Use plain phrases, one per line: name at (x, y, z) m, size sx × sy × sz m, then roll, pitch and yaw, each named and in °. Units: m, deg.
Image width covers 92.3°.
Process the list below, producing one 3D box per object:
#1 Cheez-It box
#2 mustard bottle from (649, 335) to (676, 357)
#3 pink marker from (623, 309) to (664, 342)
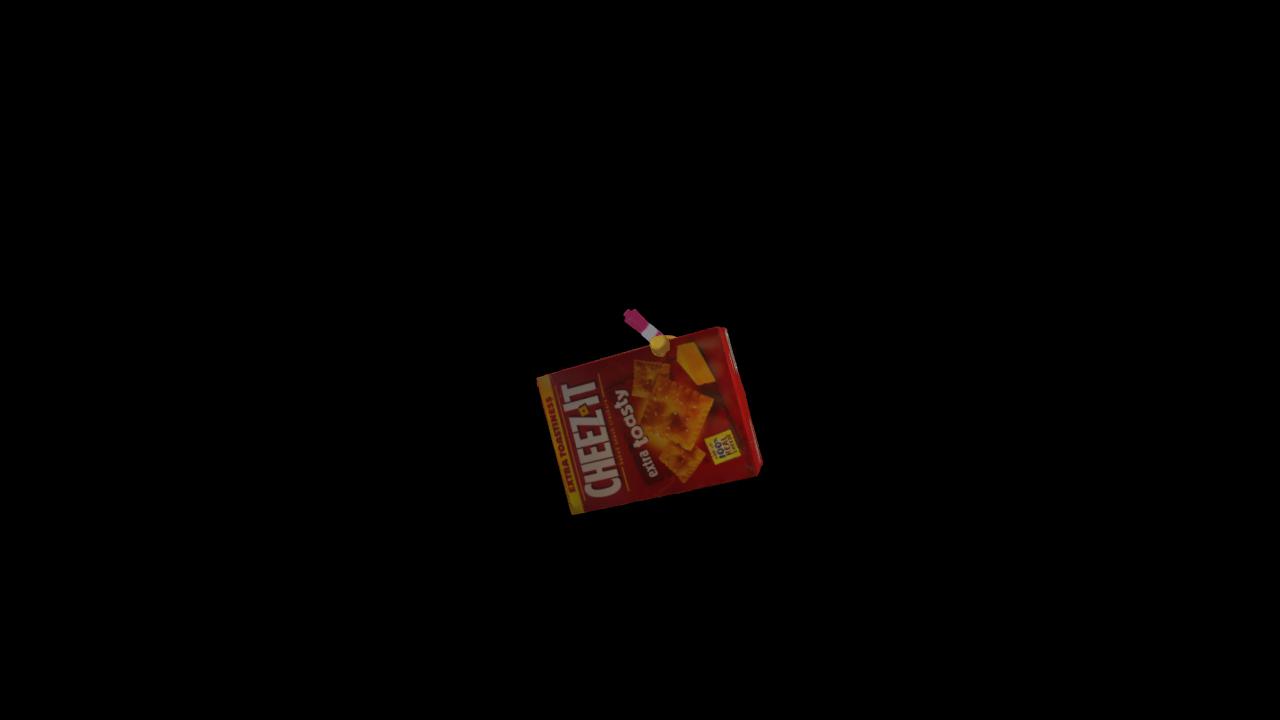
Cheez-It box at (0.010, 0.069, 0.698) m, size 0.223 × 0.166 × 0.071 m, roll -15°, pitch -4°, yaw 16°
mustard bottle at (0.052, 0.022, 0.727) m, size 0.092 × 0.054 × 0.184 m, roll 13°, pitch -21°, yaw 30°
pink marker at (0.028, -0.017, 0.705) m, size 0.121 × 0.020 × 0.020 m, roll 40°, pitch -14°, yaw -17°
